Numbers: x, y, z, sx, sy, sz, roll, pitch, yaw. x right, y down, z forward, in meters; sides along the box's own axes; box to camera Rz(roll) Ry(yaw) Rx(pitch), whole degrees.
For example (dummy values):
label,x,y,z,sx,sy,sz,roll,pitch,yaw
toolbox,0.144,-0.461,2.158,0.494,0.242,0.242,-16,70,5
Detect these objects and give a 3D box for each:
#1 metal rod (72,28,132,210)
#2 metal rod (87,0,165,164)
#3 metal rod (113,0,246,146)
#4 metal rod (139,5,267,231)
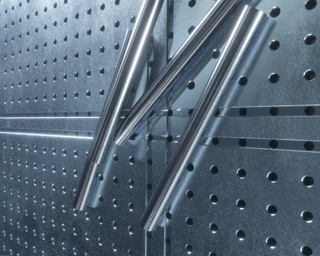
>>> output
label,x,y,z,sx,sy,sz,roll,pitch,yaw
metal rod,-0.085,-0.003,0.480,0.025,0.025,0.298,33,110,35
metal rod,-0.039,-0.090,0.423,0.025,0.025,0.298,29,102,36
metal rod,0.025,-0.081,0.389,0.299,0.025,0.025,-48,61,29
metal rod,0.042,0.004,0.375,0.025,0.025,0.298,38,113,33
